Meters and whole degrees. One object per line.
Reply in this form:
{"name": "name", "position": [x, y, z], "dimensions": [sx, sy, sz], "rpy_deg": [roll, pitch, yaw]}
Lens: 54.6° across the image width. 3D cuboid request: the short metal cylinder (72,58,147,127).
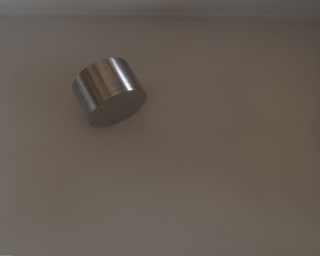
{"name": "short metal cylinder", "position": [-0.064, -0.044, 0.396], "dimensions": [0.080, 0.080, 0.050], "rpy_deg": [-27, 73, -9]}
